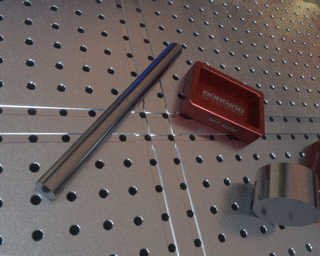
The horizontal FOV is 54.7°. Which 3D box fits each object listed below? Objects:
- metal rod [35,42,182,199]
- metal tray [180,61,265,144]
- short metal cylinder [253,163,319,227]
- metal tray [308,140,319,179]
[{"bbox_3d":[-0.045,-0.032,0.403,0.025,0.025,0.301,38,51,-3],"label":"metal rod"},{"bbox_3d":[0.101,-0.040,0.483,0.131,0.030,0.090,23,53,-14],"label":"metal tray"},{"bbox_3d":[0.166,0.089,0.408,0.080,0.080,0.050,27,53,-12],"label":"short metal cylinder"},{"bbox_3d":[0.290,0.085,0.510,0.090,0.030,0.131,39,51,-2],"label":"metal tray"}]
